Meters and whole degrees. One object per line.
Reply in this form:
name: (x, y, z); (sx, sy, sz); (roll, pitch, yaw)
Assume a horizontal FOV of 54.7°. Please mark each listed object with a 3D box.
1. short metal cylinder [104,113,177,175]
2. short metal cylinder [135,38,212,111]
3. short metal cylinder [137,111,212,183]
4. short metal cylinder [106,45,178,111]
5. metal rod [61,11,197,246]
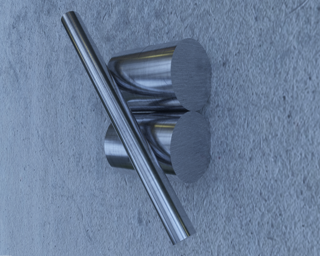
short metal cylinder: (-0.022, 0.021, 0.389); (0.050, 0.081, 0.079); (1, 91, 40)
short metal cylinder: (0.017, -0.059, 0.357); (0.050, 0.081, 0.079); (1, 91, 40)
short metal cylinder: (0.017, 0.021, 0.357); (0.050, 0.081, 0.079); (1, 91, 40)
short metal cylinder: (-0.021, -0.060, 0.389); (0.050, 0.081, 0.079); (1, 91, 40)
metal rod: (-0.046, -0.019, 0.340); (0.025, 0.025, 0.299); (-44, 64, 31)
